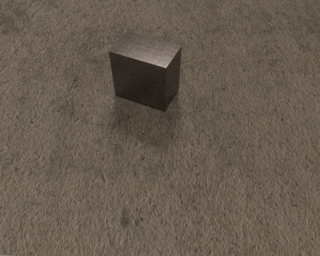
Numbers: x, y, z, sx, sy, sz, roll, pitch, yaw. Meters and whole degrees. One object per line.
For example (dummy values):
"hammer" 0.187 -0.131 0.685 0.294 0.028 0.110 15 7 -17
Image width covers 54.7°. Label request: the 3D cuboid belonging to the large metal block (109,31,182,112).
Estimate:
"large metal block" -0.019 -0.078 0.433 0.080 0.080 0.050 19 53 15
